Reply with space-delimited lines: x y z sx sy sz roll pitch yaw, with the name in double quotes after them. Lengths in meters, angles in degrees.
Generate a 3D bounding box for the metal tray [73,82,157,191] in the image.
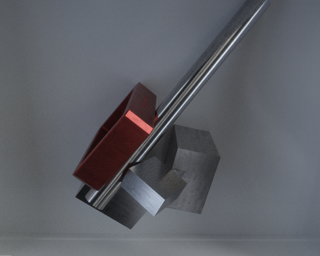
-0.045 0.003 0.354 0.030 0.130 0.090 39 106 -12 "metal tray"

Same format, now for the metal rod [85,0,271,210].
0.022 -0.033 0.350 0.025 0.025 0.300 40 88 -14 "metal rod"

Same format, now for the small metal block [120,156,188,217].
-0.006 0.062 0.340 0.050 0.050 0.025 38 117 19 "small metal block"

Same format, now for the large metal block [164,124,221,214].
0.035 0.050 0.401 0.050 0.080 0.079 13 110 -5 "large metal block"

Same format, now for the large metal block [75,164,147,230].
-0.054 0.072 0.408 0.080 0.080 0.050 35 106 -12 "large metal block"
